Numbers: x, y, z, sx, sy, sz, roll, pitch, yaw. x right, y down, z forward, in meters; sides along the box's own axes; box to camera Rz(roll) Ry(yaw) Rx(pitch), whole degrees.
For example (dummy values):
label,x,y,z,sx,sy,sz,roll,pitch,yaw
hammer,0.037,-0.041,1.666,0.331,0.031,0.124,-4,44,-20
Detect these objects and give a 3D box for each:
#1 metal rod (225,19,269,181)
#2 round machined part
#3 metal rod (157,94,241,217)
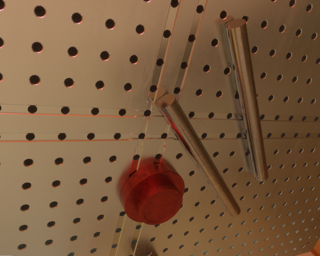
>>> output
label,x,y,z,sx,sy,sz,roll,pitch,yaw
metal rod,0.139,-0.020,0.474,0.025,0.025,0.299,-30,129,-9
round machined part,-0.006,0.105,0.462,0.099,0.042,0.097,-14,124,-21
metal rod,0.074,0.061,0.488,0.025,0.025,0.300,-37,129,-3
